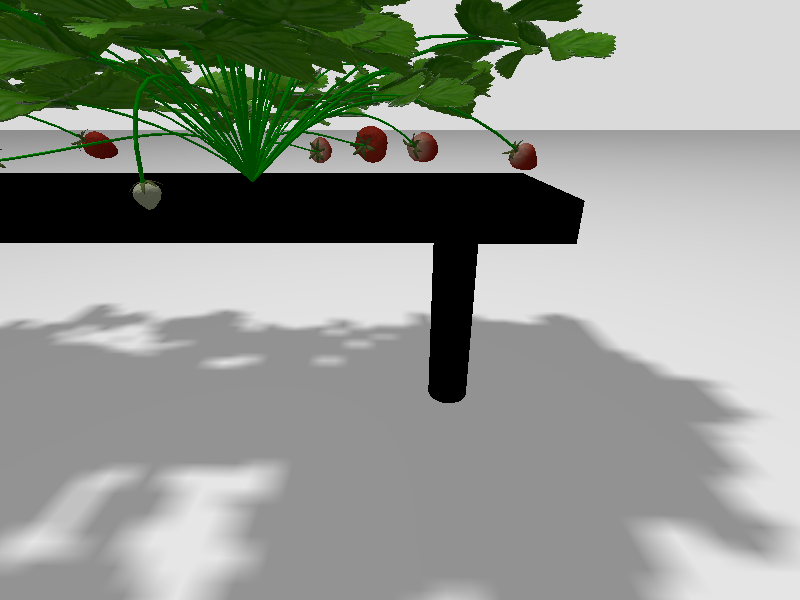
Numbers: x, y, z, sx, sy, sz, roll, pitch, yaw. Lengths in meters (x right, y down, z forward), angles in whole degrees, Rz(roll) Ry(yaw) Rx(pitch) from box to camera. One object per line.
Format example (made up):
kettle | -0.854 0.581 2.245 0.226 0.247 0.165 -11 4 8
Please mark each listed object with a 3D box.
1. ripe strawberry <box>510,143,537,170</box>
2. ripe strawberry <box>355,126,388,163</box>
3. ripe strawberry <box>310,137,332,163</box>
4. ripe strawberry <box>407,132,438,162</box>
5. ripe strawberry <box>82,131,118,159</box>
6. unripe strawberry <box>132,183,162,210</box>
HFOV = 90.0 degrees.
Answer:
ripe strawberry | 0.125 -0.142 0.400 0.029 0.025 0.029 24 14 -25
ripe strawberry | -0.033 -0.195 0.503 0.040 0.043 0.043 11 26 23
ripe strawberry | -0.092 -0.176 0.471 0.025 0.029 0.027 5 24 11
ripe strawberry | 0.029 -0.180 0.473 0.038 0.032 0.038 22 26 40
ripe strawberry | -0.383 -0.196 0.512 0.037 0.031 0.037 22 5 40
unripe strawberry | -0.110 -0.045 0.175 0.011 0.011 0.011 -2 24 -4
